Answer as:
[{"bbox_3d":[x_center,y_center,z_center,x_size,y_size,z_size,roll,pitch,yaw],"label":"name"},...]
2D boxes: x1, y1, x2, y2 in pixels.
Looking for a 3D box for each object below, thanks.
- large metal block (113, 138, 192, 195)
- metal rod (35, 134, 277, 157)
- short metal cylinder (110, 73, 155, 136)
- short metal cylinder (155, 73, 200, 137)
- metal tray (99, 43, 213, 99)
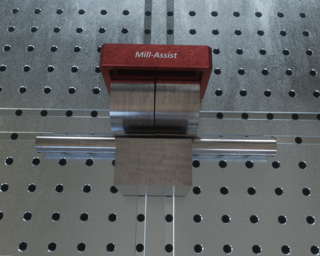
[{"bbox_3d":[-0.007,0.048,0.360,0.081,0.080,0.050,1,70,0],"label":"large metal block"},{"bbox_3d":[-0.005,0.022,0.399,0.302,0.025,0.025,1,70,0],"label":"metal rod"},{"bbox_3d":[-0.032,-0.030,0.390,0.050,0.080,0.080,1,70,0],"label":"short metal cylinder"},{"bbox_3d":[0.020,-0.029,0.390,0.050,0.080,0.080,2,70,0],"label":"short metal cylinder"},{"bbox_3d":[-0.004,-0.069,0.398,0.131,0.090,0.030,1,70,0],"label":"metal tray"}]
